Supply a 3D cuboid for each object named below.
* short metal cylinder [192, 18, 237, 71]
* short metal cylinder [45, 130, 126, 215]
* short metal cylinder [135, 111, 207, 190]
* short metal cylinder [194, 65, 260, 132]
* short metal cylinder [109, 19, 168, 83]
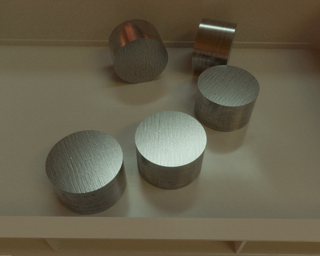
[{"bbox_3d":[0.083,-0.123,0.474,0.050,0.080,0.080,14,51,11],"label":"short metal cylinder"},{"bbox_3d":[-0.080,0.049,0.347,0.081,0.050,0.080,0,50,0],"label":"short metal cylinder"},{"bbox_3d":[0.012,0.026,0.367,0.081,0.050,0.080,0,50,0],"label":"short metal cylinder"},{"bbox_3d":[0.090,-0.041,0.425,0.081,0.050,0.080,0,50,0],"label":"short metal cylinder"},{"bbox_3d":[-0.033,-0.114,0.465,0.081,0.080,0.050,-11,51,-10],"label":"short metal cylinder"}]
